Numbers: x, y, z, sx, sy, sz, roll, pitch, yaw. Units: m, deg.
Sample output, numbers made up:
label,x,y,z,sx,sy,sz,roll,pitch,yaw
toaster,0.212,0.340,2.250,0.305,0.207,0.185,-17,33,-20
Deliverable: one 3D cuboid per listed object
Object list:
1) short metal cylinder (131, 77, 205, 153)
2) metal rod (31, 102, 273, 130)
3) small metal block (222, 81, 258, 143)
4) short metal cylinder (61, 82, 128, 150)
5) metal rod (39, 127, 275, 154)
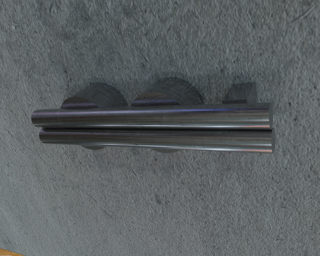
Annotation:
label,x,y,z,sx,sy,sz,roll,pitch,yaw
short metal cylinder,0.010,-0.016,0.378,0.080,0.050,0.079,13,124,21
metal rod,-0.032,-0.012,0.352,0.300,0.025,0.025,0,119,28
small metal block,0.090,-0.017,0.336,0.025,0.050,0.050,-2,117,29
short metal cylinder,-0.089,-0.017,0.427,0.080,0.050,0.079,13,124,21
metal rod,-0.026,0.011,0.363,0.300,0.025,0.025,0,119,28
